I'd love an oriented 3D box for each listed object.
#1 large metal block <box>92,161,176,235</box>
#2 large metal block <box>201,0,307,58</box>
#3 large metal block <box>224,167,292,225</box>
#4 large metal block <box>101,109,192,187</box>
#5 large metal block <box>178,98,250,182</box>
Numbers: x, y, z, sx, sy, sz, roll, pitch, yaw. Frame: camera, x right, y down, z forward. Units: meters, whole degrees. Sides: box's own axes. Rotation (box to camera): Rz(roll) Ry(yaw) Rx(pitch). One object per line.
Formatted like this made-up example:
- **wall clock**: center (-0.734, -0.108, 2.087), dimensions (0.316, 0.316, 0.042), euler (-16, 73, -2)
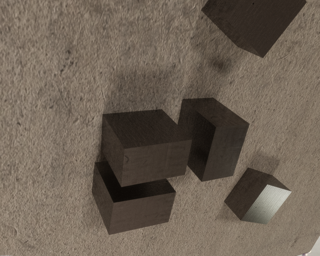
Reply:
- **large metal block**: center (-0.037, 0.084, 0.404), dimensions (0.081, 0.080, 0.050), euler (-3, 120, -27)
- **large metal block**: center (0.111, -0.143, 0.364), dimensions (0.080, 0.050, 0.080), euler (29, 102, -38)
- **large metal block**: center (0.180, 0.127, 0.571), dimensions (0.080, 0.050, 0.080), euler (20, 108, -36)
- **large metal block**: center (-0.020, 0.020, 0.374), dimensions (0.081, 0.080, 0.050), euler (-6, 121, -26)
- **large metal block**: center (0.064, 0.013, 0.416), dimensions (0.050, 0.080, 0.079), euler (-5, 121, -26)
